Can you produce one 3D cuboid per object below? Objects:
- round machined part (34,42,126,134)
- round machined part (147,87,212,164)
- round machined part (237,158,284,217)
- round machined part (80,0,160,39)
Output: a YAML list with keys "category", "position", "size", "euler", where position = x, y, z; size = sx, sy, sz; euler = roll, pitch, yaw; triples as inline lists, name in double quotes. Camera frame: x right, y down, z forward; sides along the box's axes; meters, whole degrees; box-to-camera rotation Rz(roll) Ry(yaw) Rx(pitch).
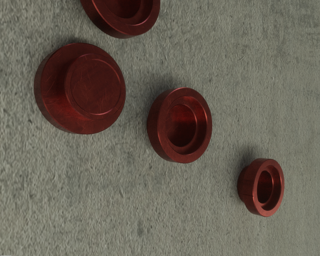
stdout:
- category: "round machined part"
  position: [-0.077, -0.042, 0.329]
  size: [0.099, 0.042, 0.097]
  euler: [0, 90, -40]
- category: "round machined part"
  position: [0.021, -0.003, 0.411]
  size: [0.099, 0.042, 0.097]
  euler: [0, 90, -40]
- category: "round machined part"
  position: [0.171, 0.101, 0.537]
  size: [0.099, 0.042, 0.097]
  euler: [0, 90, -40]
- category: "round machined part"
  position: [-0.049, -0.150, 0.350]
  size: [0.099, 0.042, 0.097]
  euler: [-1, 91, -43]
